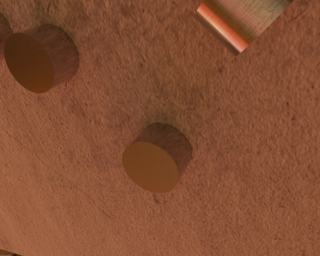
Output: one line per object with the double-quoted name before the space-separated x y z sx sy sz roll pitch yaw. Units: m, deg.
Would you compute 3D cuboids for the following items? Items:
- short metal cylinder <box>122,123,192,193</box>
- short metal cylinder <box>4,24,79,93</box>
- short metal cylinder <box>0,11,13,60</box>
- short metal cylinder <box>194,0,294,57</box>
"short metal cylinder" -0.003 0.040 0.416 0.080 0.050 0.079 13 124 20
"short metal cylinder" -0.157 -0.093 0.414 0.080 0.050 0.079 13 124 20
"short metal cylinder" -0.258 -0.131 0.443 0.080 0.050 0.079 13 124 20
"short metal cylinder" 0.075 -0.108 0.264 0.050 0.080 0.080 43 129 -2
